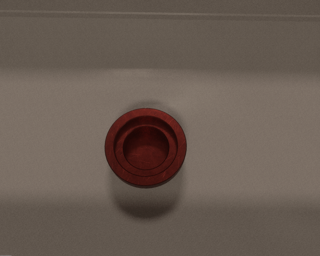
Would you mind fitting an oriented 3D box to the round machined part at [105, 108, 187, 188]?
[{"bbox_3d":[-0.017,0.027,0.390,0.099,0.042,0.098,0,70,-1],"label":"round machined part"}]
